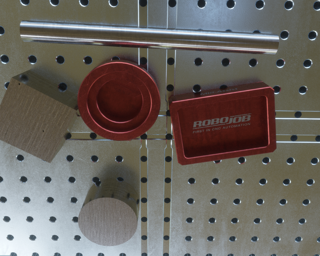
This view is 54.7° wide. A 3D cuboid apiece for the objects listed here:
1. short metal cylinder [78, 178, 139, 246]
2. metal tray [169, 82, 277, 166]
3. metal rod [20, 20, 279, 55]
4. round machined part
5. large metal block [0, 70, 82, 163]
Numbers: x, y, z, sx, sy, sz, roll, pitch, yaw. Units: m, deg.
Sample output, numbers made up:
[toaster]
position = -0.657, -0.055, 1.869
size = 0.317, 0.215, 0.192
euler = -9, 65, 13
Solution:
[short metal cylinder]
position = -0.071, 0.120, 0.444
size = 0.081, 0.050, 0.079
euler = 0, 110, 0
[metal tray]
position = 0.082, -0.005, 0.409
size = 0.131, 0.030, 0.089
euler = -9, 110, 3
[metal rod]
position = -0.011, -0.108, 0.373
size = 0.302, 0.025, 0.025
euler = 3, 110, -2
[round machined part]
position = -0.050, -0.036, 0.388
size = 0.099, 0.042, 0.097
euler = -1, 110, -3
[large metal block]
position = -0.153, -0.015, 0.393
size = 0.080, 0.050, 0.080
euler = 28, 108, -10
